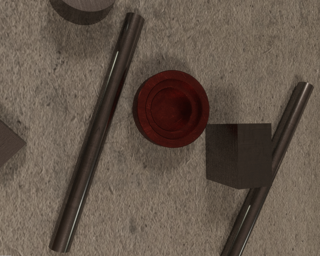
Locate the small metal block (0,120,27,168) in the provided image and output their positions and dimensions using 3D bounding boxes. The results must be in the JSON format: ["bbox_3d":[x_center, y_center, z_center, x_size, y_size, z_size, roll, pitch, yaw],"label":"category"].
[{"bbox_3d":[-0.186,0.018,0.341,0.050,0.025,0.050,-47,105,-14],"label":"small metal block"}]

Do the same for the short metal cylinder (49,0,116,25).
[{"bbox_3d":[-0.090,-0.168,0.363,0.081,0.050,0.079,0,90,-21],"label":"short metal cylinder"}]

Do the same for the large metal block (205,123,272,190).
[{"bbox_3d":[0.104,0.034,0.420,0.050,0.080,0.079,-1,91,-20],"label":"large metal block"}]

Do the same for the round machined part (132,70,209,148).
[{"bbox_3d":[0.011,-0.024,0.405,0.099,0.042,0.097,0,90,-21],"label":"round machined part"}]

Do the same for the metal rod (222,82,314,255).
[{"bbox_3d":[0.166,0.063,0.472,0.025,0.025,0.299,30,80,-18],"label":"metal rod"}]

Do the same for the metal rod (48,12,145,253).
[{"bbox_3d":[-0.075,0.000,0.381,0.025,0.025,0.299,19,83,-19],"label":"metal rod"}]
